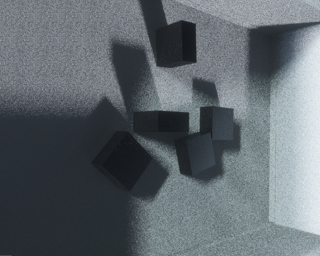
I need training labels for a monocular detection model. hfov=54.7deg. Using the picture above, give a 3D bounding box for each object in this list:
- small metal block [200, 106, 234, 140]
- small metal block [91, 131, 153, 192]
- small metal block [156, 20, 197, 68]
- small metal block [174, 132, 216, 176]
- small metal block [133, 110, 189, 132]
[{"bbox_3d":[0.088,-0.006,0.480,0.050,0.025,0.050,3,88,-40],"label":"small metal block"},{"bbox_3d":[-0.044,0.039,0.370,0.050,0.025,0.050,50,60,-28],"label":"small metal block"},{"bbox_3d":[0.021,-0.108,0.407,0.025,0.050,0.050,-3,92,-40],"label":"small metal block"},{"bbox_3d":[0.051,0.036,0.450,0.050,0.025,0.050,-17,101,-38],"label":"small metal block"},{"bbox_3d":[0.001,-0.008,0.391,0.050,0.050,0.025,1,90,-40],"label":"small metal block"}]
